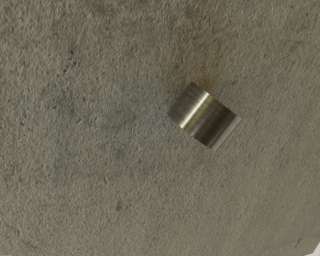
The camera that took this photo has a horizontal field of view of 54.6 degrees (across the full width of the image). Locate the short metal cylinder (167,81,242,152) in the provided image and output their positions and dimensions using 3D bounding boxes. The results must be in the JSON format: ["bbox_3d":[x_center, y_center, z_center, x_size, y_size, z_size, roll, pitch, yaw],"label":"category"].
[{"bbox_3d":[0.056,-0.015,0.392,0.080,0.080,0.050,30,102,-38],"label":"short metal cylinder"}]
